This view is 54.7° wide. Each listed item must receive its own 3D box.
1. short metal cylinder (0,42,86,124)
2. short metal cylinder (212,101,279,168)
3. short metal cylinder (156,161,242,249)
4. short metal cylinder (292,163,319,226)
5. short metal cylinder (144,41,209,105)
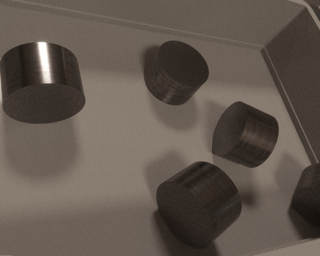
[{"bbox_3d":[-0.125,-0.045,0.331,0.081,0.080,0.050,-3,63,-30],"label":"short metal cylinder"},{"bbox_3d":[0.116,0.009,0.429,0.050,0.080,0.080,23,53,-15],"label":"short metal cylinder"},{"bbox_3d":[0.042,0.084,0.343,0.050,0.080,0.080,-26,76,-37],"label":"short metal cylinder"},{"bbox_3d":[0.238,0.097,0.442,0.080,0.080,0.050,43,51,1],"label":"short metal cylinder"},{"bbox_3d":[0.024,-0.080,0.453,0.081,0.050,0.080,14,56,-21],"label":"short metal cylinder"}]
